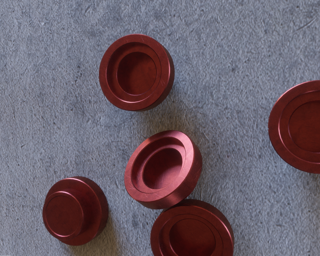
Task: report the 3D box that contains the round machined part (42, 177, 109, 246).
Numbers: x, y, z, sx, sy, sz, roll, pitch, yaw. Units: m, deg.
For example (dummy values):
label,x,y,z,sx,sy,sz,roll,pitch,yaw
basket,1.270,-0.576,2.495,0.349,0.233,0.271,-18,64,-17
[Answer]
label,x,y,z,sx,sy,sz,roll,pitch,yaw
round machined part,-0.127,0.121,0.445,0.098,0.042,0.097,0,90,20

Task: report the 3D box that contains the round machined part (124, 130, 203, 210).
label,x,y,z,sx,sy,sz,roll,pitch,yaw
round machined part,0.008,0.054,0.380,0.098,0.042,0.098,-22,43,23

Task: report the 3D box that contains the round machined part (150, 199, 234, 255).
label,x,y,z,sx,sy,sz,roll,pitch,yaw
round machined part,0.041,0.133,0.380,0.098,0.042,0.097,2,98,16

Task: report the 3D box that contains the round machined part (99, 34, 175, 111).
label,x,y,z,sx,sy,sz,roll,pitch,yaw
round machined part,-0.027,-0.070,0.410,0.098,0.042,0.097,0,90,20

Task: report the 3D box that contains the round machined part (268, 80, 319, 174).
label,x,y,z,sx,sy,sz,roll,pitch,yaw
round machined part,0.171,-0.001,0.340,0.098,0.042,0.097,0,90,20
